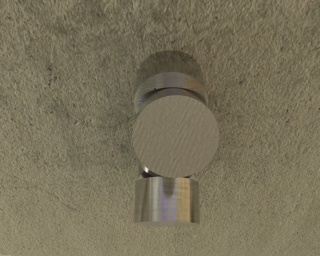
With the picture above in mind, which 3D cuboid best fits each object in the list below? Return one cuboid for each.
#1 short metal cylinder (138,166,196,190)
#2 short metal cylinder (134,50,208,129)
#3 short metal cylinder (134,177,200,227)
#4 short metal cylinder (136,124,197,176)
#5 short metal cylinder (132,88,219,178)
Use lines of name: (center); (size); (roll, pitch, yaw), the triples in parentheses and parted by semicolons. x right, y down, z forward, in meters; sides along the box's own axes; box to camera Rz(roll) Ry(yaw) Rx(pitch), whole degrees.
short metal cylinder: (0.010, 0.061, 0.444); (0.081, 0.050, 0.079); (0, 130, 0)
short metal cylinder: (0.012, -0.042, 0.357); (0.081, 0.050, 0.079); (0, 130, 0)
short metal cylinder: (0.009, 0.094, 0.385); (0.080, 0.050, 0.080); (1, 158, 1)
short metal cylinder: (0.011, 0.017, 0.388); (0.081, 0.080, 0.050); (1, 130, -1)
short metal cylinder: (0.014, 0.003, 0.310); (0.081, 0.050, 0.079); (0, 105, -1)
